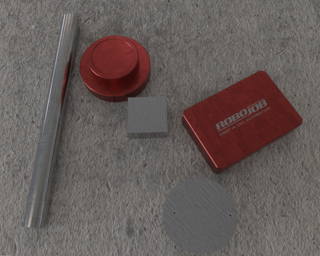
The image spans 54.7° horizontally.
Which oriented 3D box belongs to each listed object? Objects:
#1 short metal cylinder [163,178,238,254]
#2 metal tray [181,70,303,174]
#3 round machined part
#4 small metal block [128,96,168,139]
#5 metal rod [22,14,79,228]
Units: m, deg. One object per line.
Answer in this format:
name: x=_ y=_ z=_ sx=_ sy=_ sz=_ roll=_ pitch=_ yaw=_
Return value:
short metal cylinder: x=0.044 y=0.102 z=0.358 sx=0.081 sy=0.050 sz=0.080 roll=0 pitch=70 yaw=0
metal tray: x=0.106 y=-0.009 z=0.410 sx=0.131 sy=0.030 sz=0.090 roll=-28 pitch=73 yaw=-10
round machined part: x=-0.063 y=-0.088 z=0.431 sx=0.099 sy=0.042 sz=0.098 roll=0 pitch=70 yaw=0
small metal block: x=-0.016 y=-0.014 z=0.413 sx=0.050 sy=0.025 sz=0.050 roll=-2 pitch=70 yaw=-1
metal rod: x=-0.141 y=-0.023 z=0.415 sx=0.025 sy=0.025 sz=0.299 roll=3 pitch=70 yaw=1
